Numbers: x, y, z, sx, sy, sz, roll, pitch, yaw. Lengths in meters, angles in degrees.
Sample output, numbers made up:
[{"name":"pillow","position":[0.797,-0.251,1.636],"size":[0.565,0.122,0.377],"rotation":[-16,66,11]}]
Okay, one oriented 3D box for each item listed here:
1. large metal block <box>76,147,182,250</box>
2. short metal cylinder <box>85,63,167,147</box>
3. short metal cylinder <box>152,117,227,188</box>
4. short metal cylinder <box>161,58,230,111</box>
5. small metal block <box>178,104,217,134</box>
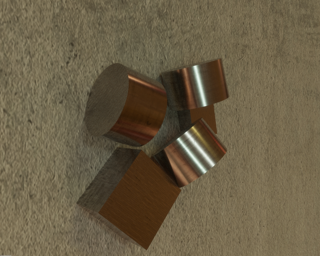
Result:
[{"name":"large metal block","position":[-0.033,0.080,0.361],"size":[0.080,0.050,0.080],"rotation":[49,61,-29]},{"name":"short metal cylinder","position":[-0.038,-0.024,0.337],"size":[0.050,0.080,0.080],"rotation":[19,78,-39]},{"name":"short metal cylinder","position":[0.037,0.030,0.391],"size":[0.080,0.080,0.050],"rotation":[-38,90,-33]},{"name":"short metal cylinder","position":[0.046,-0.058,0.408],"size":[0.081,0.080,0.050],"rotation":[-23,105,-38]},{"name":"small metal block","position":[0.054,-0.011,0.450],"size":[0.050,0.025,0.050],"rotation":[-14,99,-39]}]
